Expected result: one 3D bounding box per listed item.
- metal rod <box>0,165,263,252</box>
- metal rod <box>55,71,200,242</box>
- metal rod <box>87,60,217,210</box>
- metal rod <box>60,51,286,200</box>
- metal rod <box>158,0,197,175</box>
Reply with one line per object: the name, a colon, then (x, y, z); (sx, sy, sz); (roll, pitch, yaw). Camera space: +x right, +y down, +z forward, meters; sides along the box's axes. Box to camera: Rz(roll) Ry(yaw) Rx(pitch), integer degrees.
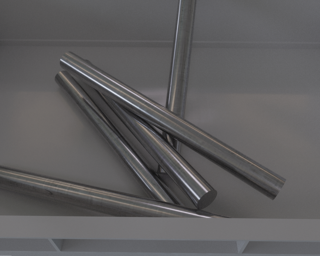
metal rod: (-0.053, 0.076, 0.319); (0.301, 0.025, 0.025); (9, 50, 15)
metal rod: (-0.056, 0.016, 0.391); (0.025, 0.025, 0.300); (-30, 56, -23)
metal rod: (-0.037, -0.014, 0.389); (0.025, 0.025, 0.300); (-27, 47, -21)
metal rod: (-0.001, -0.014, 0.357); (0.300, 0.025, 0.025); (32, 57, 19)
metal rod: (0.027, -0.089, 0.402); (0.025, 0.025, 0.299); (6, 75, 5)
